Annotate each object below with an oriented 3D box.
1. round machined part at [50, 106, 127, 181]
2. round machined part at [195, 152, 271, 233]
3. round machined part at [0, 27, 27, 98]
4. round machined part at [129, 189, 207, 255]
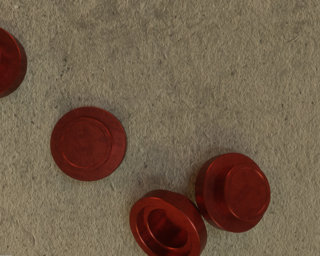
[{"bbox_3d":[-0.093,0.021,0.401,0.099,0.042,0.097,0,90,0],"label":"round machined part"},{"bbox_3d":[0.096,0.079,0.383,0.099,0.042,0.098,5,77,-23],"label":"round machined part"},{"bbox_3d":[-0.230,-0.087,0.400,0.099,0.042,0.097,0,90,0],"label":"round machined part"},{"bbox_3d":[0.014,0.120,0.386,0.098,0.042,0.097,12,115,28],"label":"round machined part"}]
